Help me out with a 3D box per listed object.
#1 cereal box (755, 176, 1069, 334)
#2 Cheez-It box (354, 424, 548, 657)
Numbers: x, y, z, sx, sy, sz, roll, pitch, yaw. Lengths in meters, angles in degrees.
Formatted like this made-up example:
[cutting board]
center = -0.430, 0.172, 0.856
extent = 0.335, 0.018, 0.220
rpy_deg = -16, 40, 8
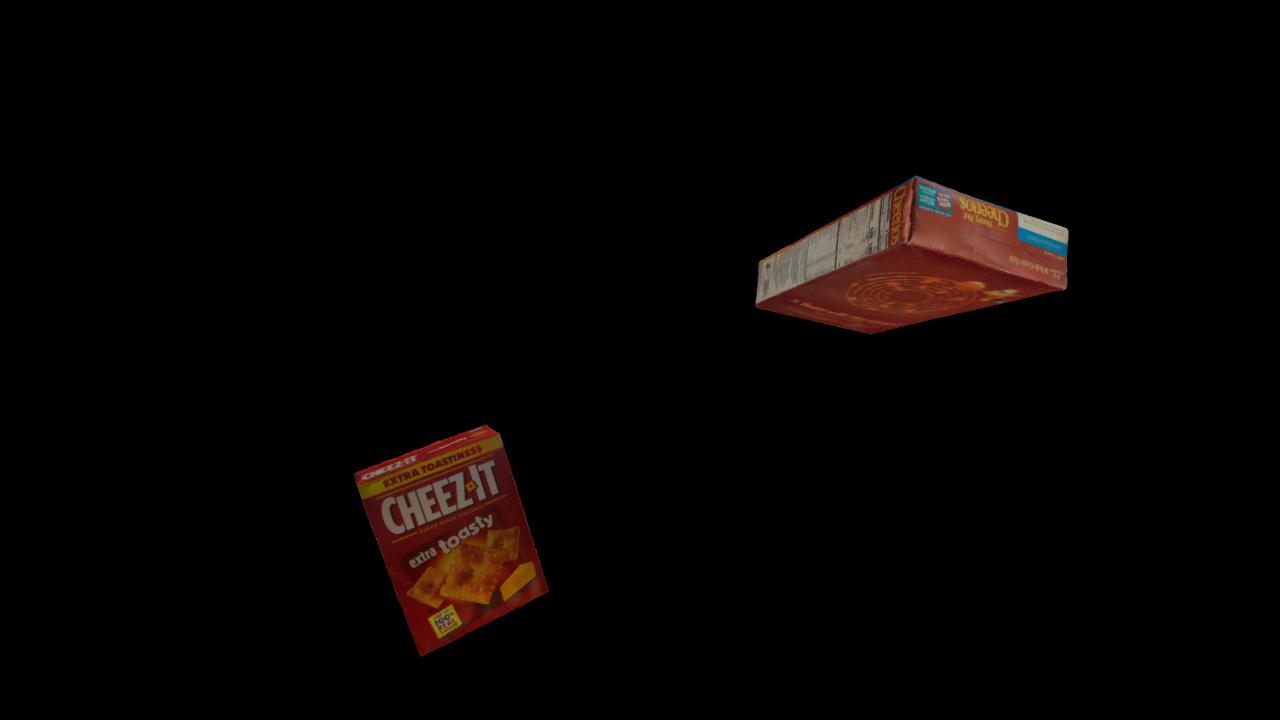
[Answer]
[cereal box]
center = 0.302, -0.107, 0.744
extent = 0.203, 0.081, 0.306
rpy_deg = 11, -11, -16
[Cheez-It box]
center = -0.222, 0.210, 0.742
extent = 0.166, 0.223, 0.071
rpy_deg = -20, 12, -25
